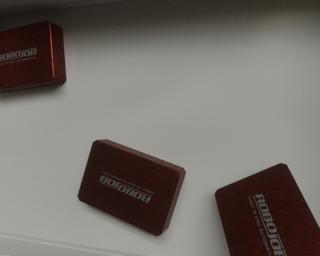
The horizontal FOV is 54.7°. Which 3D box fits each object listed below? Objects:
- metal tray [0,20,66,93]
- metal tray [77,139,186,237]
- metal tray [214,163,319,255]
[{"bbox_3d":[-0.212,-0.107,0.481,0.130,0.030,0.089,-5,88,19],"label":"metal tray"},{"bbox_3d":[-0.040,0.077,0.421,0.130,0.030,0.089,19,96,18],"label":"metal tray"},{"bbox_3d":[0.116,0.109,0.325,0.090,0.030,0.130,-27,39,17],"label":"metal tray"}]
